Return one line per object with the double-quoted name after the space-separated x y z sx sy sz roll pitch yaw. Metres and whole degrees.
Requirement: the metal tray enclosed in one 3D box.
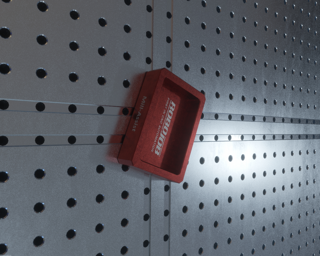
0.007 -0.002 0.410 0.090 0.030 0.130 28 73 -37 "metal tray"
